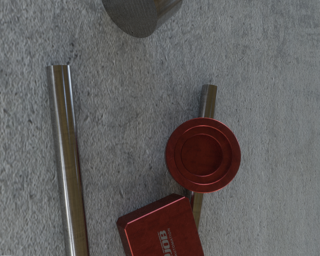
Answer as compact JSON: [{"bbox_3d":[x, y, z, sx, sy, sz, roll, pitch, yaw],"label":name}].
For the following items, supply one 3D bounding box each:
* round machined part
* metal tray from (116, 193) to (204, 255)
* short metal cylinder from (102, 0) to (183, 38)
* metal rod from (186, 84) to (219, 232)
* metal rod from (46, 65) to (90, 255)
[{"bbox_3d":[0.055,0.037,0.420,0.099,0.042,0.097,1,83,-4],"label":"round machined part"},{"bbox_3d":[0.007,0.159,0.389,0.091,0.030,0.129,-18,96,-27],"label":"metal tray"},{"bbox_3d":[-0.021,-0.151,0.351,0.050,0.080,0.080,-49,119,-29],"label":"short metal cylinder"},{"bbox_3d":[0.052,0.084,0.448,0.025,0.025,0.299,15,80,-39],"label":"metal rod"},{"bbox_3d":[-0.092,0.086,0.327,0.025,0.025,0.298,-8,95,-40],"label":"metal rod"}]
